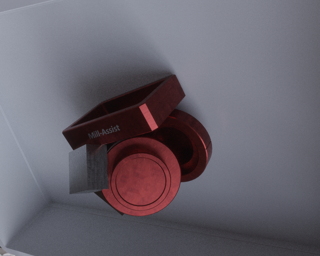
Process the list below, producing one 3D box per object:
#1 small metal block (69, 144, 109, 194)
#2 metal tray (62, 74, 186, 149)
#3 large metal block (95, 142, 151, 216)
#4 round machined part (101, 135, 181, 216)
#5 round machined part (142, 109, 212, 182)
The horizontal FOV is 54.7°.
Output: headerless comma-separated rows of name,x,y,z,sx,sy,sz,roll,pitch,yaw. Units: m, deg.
small metal block,-0.084,0.049,0.360,0.050,0.025,0.050,-23,68,49
metal tray,-0.044,-0.017,0.375,0.130,0.090,0.030,-16,111,34
large metal block,-0.053,0.059,0.435,0.080,0.080,0.050,39,129,1
round machined part,-0.023,0.059,0.368,0.099,0.042,0.097,-1,96,-6
round machined part,0.020,0.018,0.397,0.098,0.042,0.097,13,124,20
